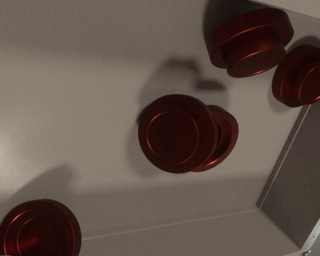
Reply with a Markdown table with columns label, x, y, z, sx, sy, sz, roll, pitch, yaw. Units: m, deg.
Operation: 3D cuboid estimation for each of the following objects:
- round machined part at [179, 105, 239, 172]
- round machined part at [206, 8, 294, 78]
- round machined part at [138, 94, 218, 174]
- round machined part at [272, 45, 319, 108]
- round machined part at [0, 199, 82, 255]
| label | x | y | z | sx | sy | sz | roll | pitch | yaw |
| --- | --- | --- | --- | --- | --- | --- | --- | --- | --- |
| round machined part | 0.058 | 0.011 | 0.438 | 0.099 | 0.042 | 0.097 | -14 | 125 | -21 |
| round machined part | 0.108 | -0.093 | 0.367 | 0.099 | 0.042 | 0.098 | -12 | 165 | -3 |
| round machined part | 0.018 | 0.008 | 0.376 | 0.097 | 0.098 | 0.042 | -59 | 166 | 14 |
| round machined part | 0.226 | -0.075 | 0.478 | 0.099 | 0.042 | 0.097 | -14 | 125 | -21 |
| round machined part | -0.143 | 0.137 | 0.382 | 0.098 | 0.098 | 0.042 | -43 | 169 | 1 |
